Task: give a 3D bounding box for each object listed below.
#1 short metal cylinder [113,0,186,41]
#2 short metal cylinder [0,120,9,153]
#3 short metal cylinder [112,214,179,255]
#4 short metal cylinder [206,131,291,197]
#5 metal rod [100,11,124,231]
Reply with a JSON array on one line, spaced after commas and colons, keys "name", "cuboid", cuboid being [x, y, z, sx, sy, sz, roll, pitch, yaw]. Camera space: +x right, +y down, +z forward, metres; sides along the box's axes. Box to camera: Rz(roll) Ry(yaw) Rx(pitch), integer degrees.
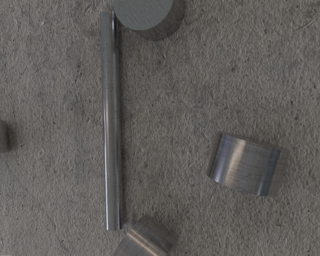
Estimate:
[{"name": "short metal cylinder", "cuboid": [-0.013, -0.159, 0.400, 0.080, 0.050, 0.080, 0, 90, 20]}, {"name": "short metal cylinder", "cuboid": [-0.280, 0.018, 0.479, 0.080, 0.080, 0.050, -7, 88, 20]}, {"name": "short metal cylinder", "cuboid": [-0.020, 0.156, 0.387, 0.050, 0.080, 0.080, 34, 101, 17]}, {"name": "short metal cylinder", "cuboid": [0.097, 0.038, 0.346, 0.080, 0.080, 0.050, 16, 96, 19]}, {"name": "metal rod", "cuboid": [-0.067, -0.010, 0.432, 0.025, 0.025, 0.298, -2, 89, 20]}]
